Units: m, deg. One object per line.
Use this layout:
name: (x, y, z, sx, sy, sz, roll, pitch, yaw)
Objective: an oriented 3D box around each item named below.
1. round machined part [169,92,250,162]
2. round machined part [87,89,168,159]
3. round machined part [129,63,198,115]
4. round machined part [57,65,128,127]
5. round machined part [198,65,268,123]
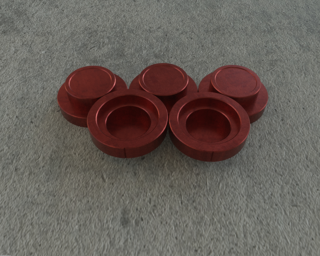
round machined part: (0.060, 0.003, 0.392, 0.099, 0.042, 0.098, 0, 50, 0)
round machined part: (-0.039, -0.001, 0.394, 0.099, 0.042, 0.098, 0, 50, 0)
round machined part: (0.005, -0.055, 0.440, 0.099, 0.042, 0.098, 0, 50, 0)
round machined part: (-0.094, -0.051, 0.435, 0.099, 0.042, 0.098, 0, 50, 0)
round machined part: (0.104, -0.052, 0.439, 0.099, 0.042, 0.098, 0, 50, 0)
